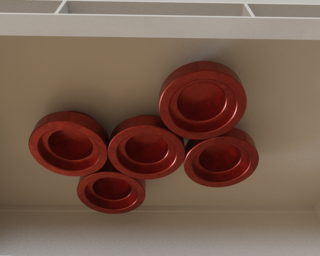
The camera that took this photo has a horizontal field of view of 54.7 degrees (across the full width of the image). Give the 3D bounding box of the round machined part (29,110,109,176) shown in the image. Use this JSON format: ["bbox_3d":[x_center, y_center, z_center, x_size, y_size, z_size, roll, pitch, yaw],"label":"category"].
[{"bbox_3d":[-0.115,0.016,0.407,0.099,0.042,0.097,0,130,0],"label":"round machined part"}]

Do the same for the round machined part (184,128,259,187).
[{"bbox_3d":[0.081,0.034,0.424,0.099,0.042,0.097,0,130,0],"label":"round machined part"}]

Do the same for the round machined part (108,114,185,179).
[{"bbox_3d":[-0.017,0.021,0.411,0.099,0.042,0.097,0,130,0],"label":"round machined part"}]

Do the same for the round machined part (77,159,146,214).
[{"bbox_3d":[-0.070,0.083,0.464,0.099,0.042,0.097,0,130,0],"label":"round machined part"}]

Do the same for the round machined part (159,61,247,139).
[{"bbox_3d":[0.048,-0.036,0.364,0.099,0.042,0.097,0,130,0],"label":"round machined part"}]
